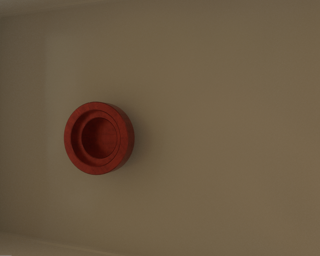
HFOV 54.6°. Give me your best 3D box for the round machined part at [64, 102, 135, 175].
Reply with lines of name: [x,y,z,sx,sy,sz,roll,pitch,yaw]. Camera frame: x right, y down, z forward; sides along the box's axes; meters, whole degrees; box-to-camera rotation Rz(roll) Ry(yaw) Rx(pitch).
round machined part: [-0.079,0.013,0.430,0.098,0.042,0.097,0,90,20]
